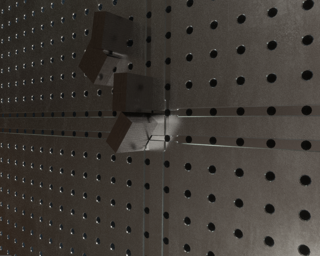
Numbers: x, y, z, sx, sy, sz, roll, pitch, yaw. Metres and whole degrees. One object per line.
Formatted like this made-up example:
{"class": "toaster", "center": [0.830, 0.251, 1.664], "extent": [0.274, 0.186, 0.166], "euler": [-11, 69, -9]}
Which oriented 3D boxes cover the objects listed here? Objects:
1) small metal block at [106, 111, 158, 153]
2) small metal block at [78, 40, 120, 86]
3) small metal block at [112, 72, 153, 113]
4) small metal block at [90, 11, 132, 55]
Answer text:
{"class": "small metal block", "center": [-0.038, 0.006, 0.422], "extent": [0.025, 0.050, 0.050], "euler": [44, 117, 30]}
{"class": "small metal block", "center": [-0.096, -0.103, 0.486], "extent": [0.050, 0.025, 0.050], "euler": [47, 118, 29]}
{"class": "small metal block", "center": [-0.036, -0.047, 0.421], "extent": [0.025, 0.050, 0.050], "euler": [5, 93, 40]}
{"class": "small metal block", "center": [-0.070, -0.136, 0.449], "extent": [0.025, 0.050, 0.050], "euler": [15, 99, 39]}
